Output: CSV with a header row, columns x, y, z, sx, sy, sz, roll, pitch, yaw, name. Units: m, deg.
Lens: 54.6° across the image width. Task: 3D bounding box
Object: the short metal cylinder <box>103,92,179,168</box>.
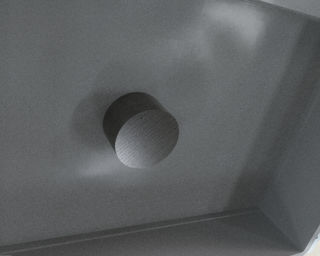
x,y,z,sx,sy,sz,roll,pitch,yaw,name
-0.024,0.002,0.380,0.081,0.050,0.080,-14,124,-21,short metal cylinder
